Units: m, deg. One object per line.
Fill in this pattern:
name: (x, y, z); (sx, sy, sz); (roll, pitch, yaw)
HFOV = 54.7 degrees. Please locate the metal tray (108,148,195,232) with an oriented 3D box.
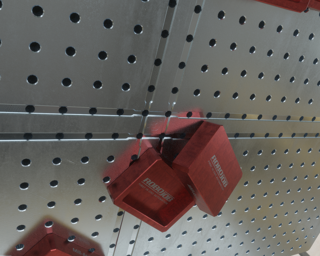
metal tray: (-0.003, 0.098, 0.468); (0.090, 0.030, 0.130); (-44, 130, 2)

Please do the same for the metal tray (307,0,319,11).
metal tray: (0.212, -0.220, 0.389); (0.091, 0.030, 0.129); (2, 118, -30)

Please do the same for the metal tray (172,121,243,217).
metal tray: (0.077, 0.064, 0.471); (0.090, 0.030, 0.130); (-51, 133, -22)

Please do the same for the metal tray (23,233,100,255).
metal tray: (-0.148, 0.219, 0.463); (0.090, 0.030, 0.130); (-42, 130, 0)

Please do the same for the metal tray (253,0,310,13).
metal tray: (0.139, -0.204, 0.339); (0.091, 0.030, 0.129); (11, 115, -10)
